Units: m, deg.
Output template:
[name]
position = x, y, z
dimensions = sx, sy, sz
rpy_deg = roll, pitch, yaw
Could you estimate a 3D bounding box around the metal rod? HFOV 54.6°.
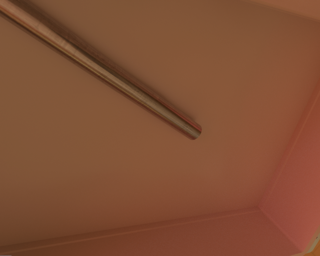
[metal rod]
position = -0.052, -0.057, 0.344
dimensions = 0.301, 0.025, 0.025
rpy_deg = 32, 100, -38
